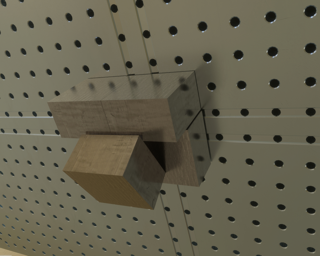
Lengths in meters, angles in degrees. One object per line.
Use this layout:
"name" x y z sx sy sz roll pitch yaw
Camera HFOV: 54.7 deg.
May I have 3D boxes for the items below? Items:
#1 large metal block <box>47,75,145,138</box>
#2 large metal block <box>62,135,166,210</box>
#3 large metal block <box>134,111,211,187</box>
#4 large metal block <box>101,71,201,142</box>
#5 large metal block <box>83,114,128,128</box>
"large metal block" -0.079 -0.028 0.397 0.080 0.080 0.050 1 119 27
"large metal block" -0.050 0.052 0.366 0.080 0.050 0.080 0 142 28
"large metal block" 0.014 0.025 0.398 0.080 0.050 0.079 1 119 27
"large metal block" -0.007 -0.027 0.360 0.080 0.080 0.050 1 119 27
"large metal block" -0.058 0.023 0.435 0.080 0.050 0.079 1 119 27
